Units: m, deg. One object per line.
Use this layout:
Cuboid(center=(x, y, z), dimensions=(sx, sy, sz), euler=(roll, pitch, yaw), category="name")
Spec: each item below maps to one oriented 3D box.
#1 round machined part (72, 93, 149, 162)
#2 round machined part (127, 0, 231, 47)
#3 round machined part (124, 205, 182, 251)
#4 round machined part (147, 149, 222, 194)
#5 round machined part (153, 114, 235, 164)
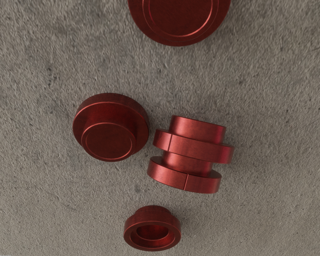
Cuboid(center=(-0.064, 0.007, 0.401), dimensions=(0.099, 0.042, 0.097), euler=(0, 130, 0), category="round machined part")
Cuboid(center=(0.018, -0.122, 0.292), dimensions=(0.099, 0.042, 0.097), euler=(0, 130, 0), category="round machined part")
Cuboid(center=(-0.013, 0.172, 0.543), dimensions=(0.099, 0.042, 0.097), euler=(0, 130, 0), category="round machined part")
Cuboid(center=(0.035, 0.051, 0.415), dimensions=(0.099, 0.098, 0.042), euler=(13, 94, -11), category="round machined part")
Cuboid(center=(0.043, 0.011, 0.382), dimensions=(0.099, 0.098, 0.042), euler=(13, 92, -11), category="round machined part")
